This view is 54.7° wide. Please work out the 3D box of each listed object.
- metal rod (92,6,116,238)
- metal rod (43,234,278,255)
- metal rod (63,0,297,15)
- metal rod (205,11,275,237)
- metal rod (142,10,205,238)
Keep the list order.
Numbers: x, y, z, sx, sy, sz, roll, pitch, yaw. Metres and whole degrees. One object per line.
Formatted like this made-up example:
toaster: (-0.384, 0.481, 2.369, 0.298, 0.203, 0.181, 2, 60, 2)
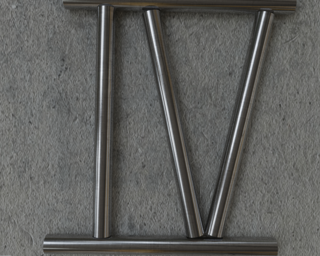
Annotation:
metal rod: (-0.074, -0.008, 0.409, 0.025, 0.025, 0.298, 1, 90, -1)
metal rod: (0.001, 0.155, 0.410, 0.302, 0.025, 0.025, 1, 90, -1)
metal rod: (0.026, -0.167, 0.411, 0.302, 0.025, 0.025, 1, 90, -1)
metal rod: (0.106, -0.005, 0.412, 0.025, 0.025, 0.298, 13, 90, -1)
metal rod: (0.018, -0.006, 0.410, 0.025, 0.025, 0.298, -11, 90, 0)
